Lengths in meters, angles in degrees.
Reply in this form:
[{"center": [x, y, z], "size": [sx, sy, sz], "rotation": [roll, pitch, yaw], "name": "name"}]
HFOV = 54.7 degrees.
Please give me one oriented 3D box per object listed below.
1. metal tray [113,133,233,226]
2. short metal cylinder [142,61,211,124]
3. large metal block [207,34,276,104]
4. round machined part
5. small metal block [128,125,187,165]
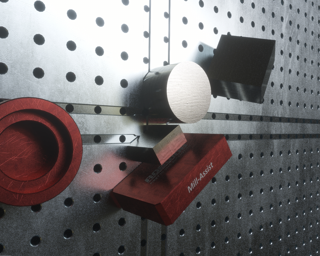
[{"center": [0.017, 0.055, 0.382], "size": [0.131, 0.090, 0.030], "rotation": [-40, 115, -33], "name": "metal tray"}, {"center": [0.023, -0.046, 0.414], "size": [0.081, 0.050, 0.079], "rotation": [0, 90, -40], "name": "short metal cylinder"}, {"center": [0.124, -0.090, 0.470], "size": [0.080, 0.080, 0.050], "rotation": [-68, 156, -17], "name": "large metal block"}, {"center": [-0.128, 0.021, 0.292], "size": [0.099, 0.042, 0.097], "rotation": [0, 90, -40], "name": "round machined part"}, {"center": [-0.003, 0.020, 0.392], "size": [0.050, 0.050, 0.025], "rotation": [-40, 115, -33], "name": "small metal block"}]
